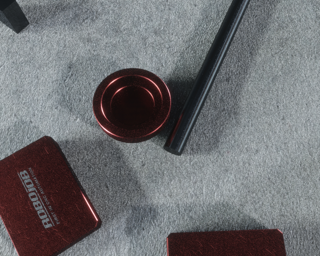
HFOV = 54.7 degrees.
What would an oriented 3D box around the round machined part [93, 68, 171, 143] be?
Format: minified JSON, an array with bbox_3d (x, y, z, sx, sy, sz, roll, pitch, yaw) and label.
[{"bbox_3d":[-0.035,-0.026,0.408,0.099,0.042,0.098,0,70,-1],"label":"round machined part"}]

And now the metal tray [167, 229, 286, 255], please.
[{"bbox_3d":[0.074,0.163,0.347,0.131,0.030,0.090,-2,70,-1],"label":"metal tray"}]

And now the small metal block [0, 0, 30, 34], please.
[{"bbox_3d":[-0.228,-0.175,0.456,0.050,0.050,0.025,37,74,12],"label":"small metal block"}]

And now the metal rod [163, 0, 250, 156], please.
[{"bbox_3d":[0.078,-0.098,0.444,0.025,0.025,0.300,23,71,8],"label":"metal rod"}]

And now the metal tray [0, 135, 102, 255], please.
[{"bbox_3d":[-0.141,0.085,0.373,0.090,0.030,0.130,-31,73,-11],"label":"metal tray"}]
